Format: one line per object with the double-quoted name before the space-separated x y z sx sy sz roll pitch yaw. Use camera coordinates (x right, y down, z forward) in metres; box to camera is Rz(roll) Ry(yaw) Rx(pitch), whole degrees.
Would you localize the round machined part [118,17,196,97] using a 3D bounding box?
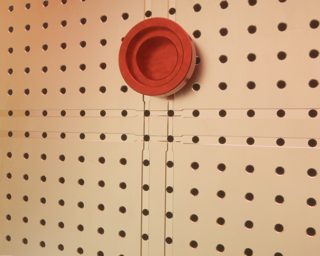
"round machined part" -0.001 -0.089 0.404 0.098 0.042 0.097 0 90 20
